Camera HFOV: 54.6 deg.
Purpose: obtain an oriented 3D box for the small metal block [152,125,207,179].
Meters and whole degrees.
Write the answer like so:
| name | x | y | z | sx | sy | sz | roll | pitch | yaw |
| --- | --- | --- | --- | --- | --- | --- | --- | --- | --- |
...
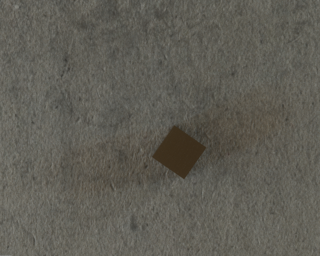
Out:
| name | x | y | z | sx | sy | sz | roll | pitch | yaw |
| --- | --- | --- | --- | --- | --- | --- | --- | --- | --- |
| small metal block | 0.025 | 0.031 | 0.410 | 0.050 | 0.025 | 0.050 | 35 | 90 | 0 |
